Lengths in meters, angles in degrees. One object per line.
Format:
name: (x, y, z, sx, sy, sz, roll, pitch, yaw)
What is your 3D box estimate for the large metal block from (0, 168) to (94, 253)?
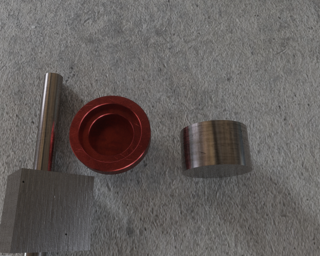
large metal block: (-0.123, 0.092, 0.339, 0.081, 0.050, 0.080, 15, 65, -37)

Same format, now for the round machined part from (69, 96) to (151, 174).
round machined part: (-0.061, 0.011, 0.395, 0.099, 0.042, 0.098, 0, 70, 0)

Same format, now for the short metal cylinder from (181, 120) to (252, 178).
short metal cylinder: (0.065, 0.028, 0.369, 0.081, 0.080, 0.050, -2, 70, -1)

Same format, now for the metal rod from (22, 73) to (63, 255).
metal rod: (-0.145, 0.069, 0.381, 0.025, 0.025, 0.299, -1, 70, -1)
